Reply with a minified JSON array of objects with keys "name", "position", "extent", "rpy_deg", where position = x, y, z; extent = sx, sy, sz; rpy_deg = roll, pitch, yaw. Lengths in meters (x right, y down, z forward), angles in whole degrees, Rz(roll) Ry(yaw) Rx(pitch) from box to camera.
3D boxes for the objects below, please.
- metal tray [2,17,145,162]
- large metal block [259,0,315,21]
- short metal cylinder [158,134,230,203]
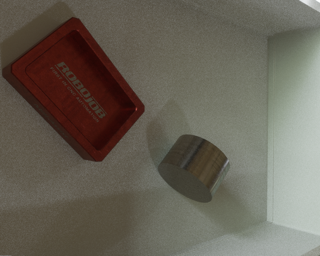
[{"name":"metal tray","position":[-0.084,-0.038,0.333],"extent":[0.090,0.030,0.130],"rpy_deg":[-52,121,-27]},{"name":"large metal block","position":[0.240,-0.259,0.577],"extent":[0.050,0.080,0.080],"rpy_deg":[21,77,-39]},{"name":"short metal cylinder","position":[0.045,0.054,0.411],"extent":[0.050,0.080,0.080],"rpy_deg":[-53,121,-27]}]
